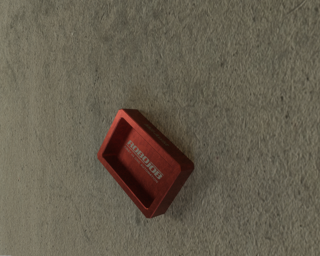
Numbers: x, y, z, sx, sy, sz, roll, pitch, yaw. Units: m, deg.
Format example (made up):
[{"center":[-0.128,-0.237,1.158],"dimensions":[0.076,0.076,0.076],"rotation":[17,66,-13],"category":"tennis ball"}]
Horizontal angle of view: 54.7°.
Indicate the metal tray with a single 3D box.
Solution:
[{"center":[-0.025,0.044,0.422],"dimensions":[0.130,0.030,0.089],"rotation":[43,116,31],"category":"metal tray"}]
